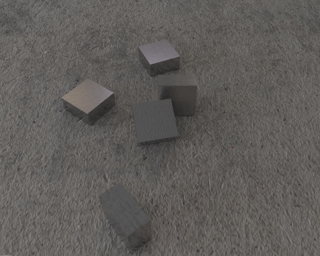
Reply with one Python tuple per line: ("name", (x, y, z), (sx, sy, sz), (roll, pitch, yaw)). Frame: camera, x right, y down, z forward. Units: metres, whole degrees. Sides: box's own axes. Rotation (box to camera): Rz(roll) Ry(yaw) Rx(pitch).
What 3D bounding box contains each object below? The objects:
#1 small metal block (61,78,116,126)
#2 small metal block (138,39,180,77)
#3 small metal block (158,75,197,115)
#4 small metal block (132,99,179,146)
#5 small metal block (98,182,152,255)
("small metal block", (-0.099, -0.037, 0.433), (0.050, 0.025, 0.050), (30, 56, 23))
("small metal block", (-0.002, -0.113, 0.498), (0.050, 0.025, 0.050), (-19, 53, -15))
("small metal block", (0.023, -0.044, 0.422), (0.050, 0.050, 0.025), (0, 43, 0))
("small metal block", (-0.007, -0.007, 0.397), (0.050, 0.025, 0.050), (-9, 75, -8))
("small metal block", (-0.034, 0.091, 0.310), (0.025, 0.050, 0.050), (-31, 57, -23))
